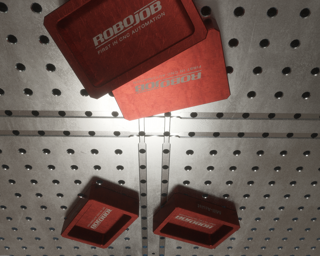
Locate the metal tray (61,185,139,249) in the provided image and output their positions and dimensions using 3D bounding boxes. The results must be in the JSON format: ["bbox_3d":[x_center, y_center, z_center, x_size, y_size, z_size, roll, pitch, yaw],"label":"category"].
[{"bbox_3d":[-0.106,0.159,0.542,0.090,0.030,0.129,25,125,-21],"label":"metal tray"}]

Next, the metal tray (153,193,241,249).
[{"bbox_3d":[0.064,0.169,0.553,0.131,0.030,0.089,21,127,-18],"label":"metal tray"}]

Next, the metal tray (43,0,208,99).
[{"bbox_3d":[-0.031,-0.097,0.297,0.130,0.030,0.090,-27,105,14],"label":"metal tray"}]

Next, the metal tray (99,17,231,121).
[{"bbox_3d":[0.008,-0.063,0.355,0.131,0.030,0.090,-12,129,10],"label":"metal tray"}]
